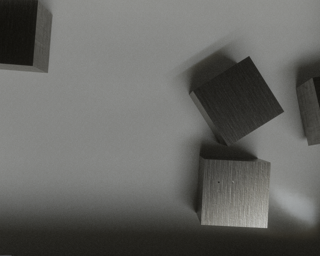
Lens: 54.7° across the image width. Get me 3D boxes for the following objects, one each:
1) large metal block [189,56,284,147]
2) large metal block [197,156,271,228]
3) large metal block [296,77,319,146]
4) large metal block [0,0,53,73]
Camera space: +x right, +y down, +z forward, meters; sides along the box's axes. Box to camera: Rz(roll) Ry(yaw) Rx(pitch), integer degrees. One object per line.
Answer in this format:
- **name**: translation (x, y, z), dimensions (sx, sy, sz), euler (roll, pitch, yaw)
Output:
- **large metal block**: translation (0.095, -0.033, 0.399), dimensions (0.080, 0.050, 0.080), euler (-32, 90, 0)
- **large metal block**: translation (0.092, 0.079, 0.399), dimensions (0.080, 0.050, 0.080), euler (3, 90, 0)
- **large metal block**: translation (0.231, -0.025, 0.395), dimensions (0.080, 0.050, 0.080), euler (-8, 81, 0)
- **large metal block**: translation (-0.190, -0.117, 0.397), dimensions (0.080, 0.050, 0.080), euler (5, 90, 0)
